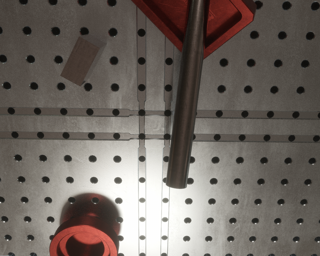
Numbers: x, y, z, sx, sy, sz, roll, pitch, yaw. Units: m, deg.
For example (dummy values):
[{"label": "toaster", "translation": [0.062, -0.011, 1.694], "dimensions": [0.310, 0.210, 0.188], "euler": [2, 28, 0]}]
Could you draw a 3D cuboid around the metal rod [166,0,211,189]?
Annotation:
[{"label": "metal rod", "translation": [0.036, -0.079, 0.349], "dimensions": [0.025, 0.025, 0.298], "euler": [6, 97, -3]}]

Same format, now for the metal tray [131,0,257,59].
[{"label": "metal tray", "translation": [0.029, -0.144, 0.337], "dimensions": [0.130, 0.030, 0.090], "euler": [43, 131, -15]}]

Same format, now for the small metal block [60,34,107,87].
[{"label": "small metal block", "translation": [-0.090, -0.082, 0.369], "dimensions": [0.025, 0.050, 0.050], "euler": [29, 107, -10]}]

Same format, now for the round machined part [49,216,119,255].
[{"label": "round machined part", "translation": [-0.111, 0.173, 0.467], "dimensions": [0.099, 0.042, 0.097], "euler": [0, 110, -1]}]
